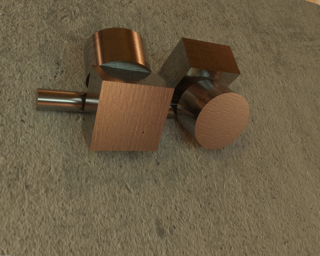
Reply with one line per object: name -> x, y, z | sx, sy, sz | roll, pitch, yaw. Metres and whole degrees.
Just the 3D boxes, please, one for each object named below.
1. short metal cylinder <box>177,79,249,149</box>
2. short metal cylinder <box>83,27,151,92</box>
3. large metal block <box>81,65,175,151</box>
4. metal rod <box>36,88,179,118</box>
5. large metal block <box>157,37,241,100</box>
short metal cylinder -> 0.069, -0.019, 0.411 | 0.081, 0.079, 0.050 | 2, 26, -27
short metal cylinder -> -0.053, -0.078, 0.388 | 0.081, 0.080, 0.050 | 3, 60, -27
large metal block -> -0.039, -0.021, 0.354 | 0.081, 0.079, 0.050 | 3, 26, -27
metal rod -> -0.006, -0.028, 0.421 | 0.303, 0.025, 0.025 | 2, 61, -27
large metal block -> 0.053, -0.078, 0.445 | 0.081, 0.080, 0.050 | 1, 61, -28
